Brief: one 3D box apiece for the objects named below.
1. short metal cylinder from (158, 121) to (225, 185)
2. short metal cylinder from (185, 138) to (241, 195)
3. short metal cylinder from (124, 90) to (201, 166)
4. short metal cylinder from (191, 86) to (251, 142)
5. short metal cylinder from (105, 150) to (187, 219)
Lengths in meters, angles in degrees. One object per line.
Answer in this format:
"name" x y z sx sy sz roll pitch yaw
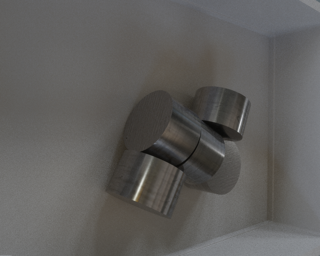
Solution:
"short metal cylinder" 0.036 0.027 0.402 0.050 0.080 0.080 34 69 -36
"short metal cylinder" 0.073 0.053 0.452 0.081 0.050 0.079 0 90 -40
"short metal cylinder" 0.002 0.002 0.372 0.050 0.080 0.080 32 70 -36
"short metal cylinder" 0.083 -0.018 0.441 0.080 0.080 0.050 29 72 -37
"short metal cylinder" -0.016 0.065 0.358 0.080 0.080 0.050 36 68 -35
